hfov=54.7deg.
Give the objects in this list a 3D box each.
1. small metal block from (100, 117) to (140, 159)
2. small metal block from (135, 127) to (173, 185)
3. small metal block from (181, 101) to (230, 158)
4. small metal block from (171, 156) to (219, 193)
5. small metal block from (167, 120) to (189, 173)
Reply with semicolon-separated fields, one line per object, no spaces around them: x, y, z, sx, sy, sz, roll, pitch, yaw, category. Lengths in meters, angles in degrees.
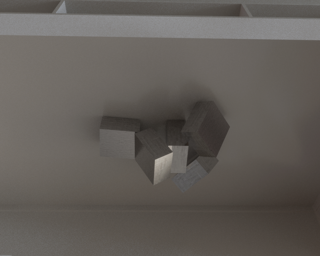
-0.054;0.014;0.417;0.050;0.025;0.050;5;130;-5;small metal block
-0.009;0.036;0.397;0.025;0.050;0.050;-21;138;-24;small metal block
0.058;0.002;0.389;0.025;0.050;0.050;0;140;44;small metal block
0.050;0.059;0.439;0.025;0.050;0.050;50;120;6;small metal block
0.022;0.024;0.412;0.025;0.050;0.050;1;130;-1;small metal block
